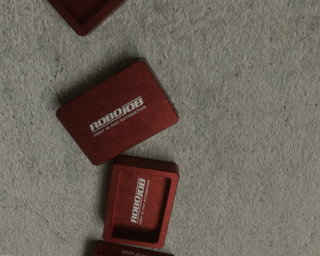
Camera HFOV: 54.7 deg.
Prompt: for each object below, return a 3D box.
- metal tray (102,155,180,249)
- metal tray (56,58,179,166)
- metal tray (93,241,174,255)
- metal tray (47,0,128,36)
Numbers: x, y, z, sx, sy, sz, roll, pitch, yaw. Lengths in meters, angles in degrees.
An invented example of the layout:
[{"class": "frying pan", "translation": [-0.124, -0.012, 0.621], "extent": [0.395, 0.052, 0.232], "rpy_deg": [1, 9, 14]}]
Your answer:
[{"class": "metal tray", "translation": [-0.029, 0.108, 0.446], "extent": [0.091, 0.030, 0.129], "rpy_deg": [9, 110, -4]}, {"class": "metal tray", "translation": [-0.053, -0.019, 0.399], "extent": [0.130, 0.030, 0.090], "rpy_deg": [-29, 108, 10]}, {"class": "metal tray", "translation": [-0.047, 0.236, 0.493], "extent": [0.131, 0.030, 0.089], "rpy_deg": [14, 110, -5]}, {"class": "metal tray", "translation": [-0.096, -0.180, 0.339], "extent": [0.090, 0.030, 0.130], "rpy_deg": [-38, 106, 12]}]
